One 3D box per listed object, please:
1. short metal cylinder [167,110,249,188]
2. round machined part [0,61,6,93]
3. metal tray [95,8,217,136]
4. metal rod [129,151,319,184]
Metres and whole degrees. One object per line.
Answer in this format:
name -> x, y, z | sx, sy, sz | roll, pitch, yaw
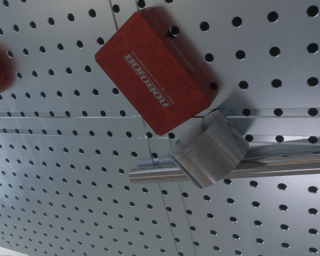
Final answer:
short metal cylinder -> 0.055, 0.024, 0.361 | 0.050, 0.080, 0.080 | 48, 129, -5
round machined part -> -0.305, -0.092, 0.504 | 0.098, 0.042, 0.097 | 13, 124, 21
metal tray -> -0.006, -0.063, 0.372 | 0.090, 0.030, 0.130 | -33, 100, 38
metal rod -> 0.086, 0.053, 0.398 | 0.300, 0.025, 0.025 | -10, 114, 32
